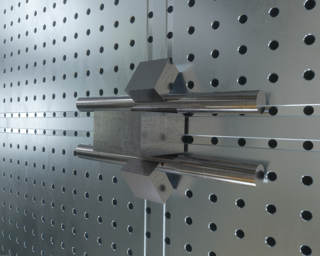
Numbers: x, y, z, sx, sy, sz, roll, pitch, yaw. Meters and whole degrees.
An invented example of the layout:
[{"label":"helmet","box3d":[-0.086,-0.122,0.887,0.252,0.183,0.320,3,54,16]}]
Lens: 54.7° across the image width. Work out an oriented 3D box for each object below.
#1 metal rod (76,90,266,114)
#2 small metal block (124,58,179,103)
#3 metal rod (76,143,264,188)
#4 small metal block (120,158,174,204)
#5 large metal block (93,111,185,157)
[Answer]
[{"label":"metal rod","box3d":[-0.012,-0.033,0.413,0.300,0.025,0.025,3,92,39]},{"label":"small metal block","box3d":[-0.010,-0.061,0.398,0.050,0.025,0.050,2,57,39]},{"label":"metal rod","box3d":[-0.013,0.044,0.415,0.300,0.025,0.025,3,92,39]},{"label":"small metal block","box3d":[-0.017,0.068,0.403,0.050,0.025,0.050,4,130,39]},{"label":"large metal block","box3d":[-0.026,0.005,0.389,0.080,0.081,0.050,3,92,40]}]
